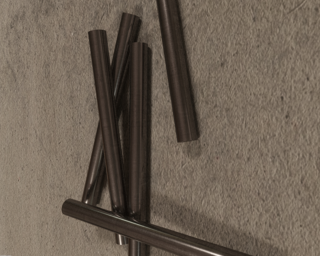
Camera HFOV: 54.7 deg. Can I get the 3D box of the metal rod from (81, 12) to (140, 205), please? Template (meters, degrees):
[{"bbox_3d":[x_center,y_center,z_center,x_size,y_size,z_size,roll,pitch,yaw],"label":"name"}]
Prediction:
[{"bbox_3d":[-0.078,-0.018,0.466,0.025,0.025,0.298,24,105,37],"label":"metal rod"}]

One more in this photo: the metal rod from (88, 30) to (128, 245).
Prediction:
[{"bbox_3d":[-0.069,0.015,0.437,0.025,0.025,0.298,-5,94,39],"label":"metal rod"}]

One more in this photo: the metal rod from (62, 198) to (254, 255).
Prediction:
[{"bbox_3d":[-0.009,0.133,0.384,0.300,0.025,0.025,7,95,31],"label":"metal rod"}]

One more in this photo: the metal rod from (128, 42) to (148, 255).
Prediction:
[{"bbox_3d":[-0.030,0.034,0.427,0.025,0.025,0.298,1,91,39],"label":"metal rod"}]

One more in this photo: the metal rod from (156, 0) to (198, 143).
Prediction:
[{"bbox_3d":[0.012,-0.131,0.392,0.025,0.025,0.298,-14,81,39],"label":"metal rod"}]
